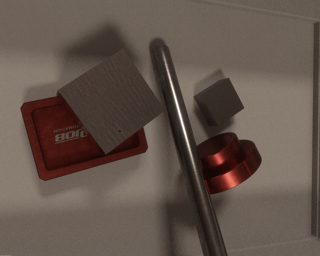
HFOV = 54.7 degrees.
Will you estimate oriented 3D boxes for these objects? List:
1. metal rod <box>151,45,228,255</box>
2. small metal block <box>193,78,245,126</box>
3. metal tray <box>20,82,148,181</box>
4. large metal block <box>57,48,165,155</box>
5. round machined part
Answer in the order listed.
[{"bbox_3d":[0.034,0.034,0.366,0.025,0.025,0.299,-7,71,-20],"label":"metal rod"},{"bbox_3d":[0.084,-0.037,0.443,0.050,0.025,0.050,-33,101,-17],"label":"small metal block"},{"bbox_3d":[-0.088,0.001,0.375,0.131,0.030,0.089,-15,95,-20],"label":"metal tray"},{"bbox_3d":[-0.056,-0.028,0.345,0.080,0.050,0.080,-38,103,-16],"label":"large metal block"},{"bbox_3d":[0.076,0.040,0.401,0.099,0.098,0.042,-32,101,-17],"label":"round machined part"}]
